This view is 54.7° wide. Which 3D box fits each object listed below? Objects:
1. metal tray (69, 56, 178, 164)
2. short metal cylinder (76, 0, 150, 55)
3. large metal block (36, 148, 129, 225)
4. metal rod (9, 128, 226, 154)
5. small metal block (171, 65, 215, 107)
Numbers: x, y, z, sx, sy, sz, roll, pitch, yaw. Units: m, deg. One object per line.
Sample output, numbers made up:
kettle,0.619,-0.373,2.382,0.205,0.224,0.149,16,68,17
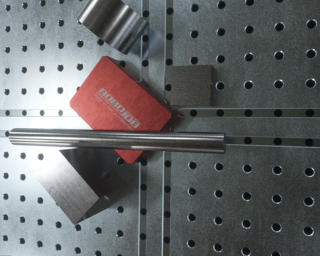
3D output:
metal tray,-0.052,-0.025,0.427,0.130,0.030,0.090,43,103,14
short metal cylinder,-0.060,-0.141,0.404,0.080,0.080,0.050,42,103,15
large metal block,-0.102,0.073,0.418,0.080,0.080,0.050,46,104,14
metal rod,-0.068,0.015,0.403,0.301,0.025,0.025,1,90,19
small metal block,0.042,-0.053,0.397,0.050,0.025,0.050,2,91,19
